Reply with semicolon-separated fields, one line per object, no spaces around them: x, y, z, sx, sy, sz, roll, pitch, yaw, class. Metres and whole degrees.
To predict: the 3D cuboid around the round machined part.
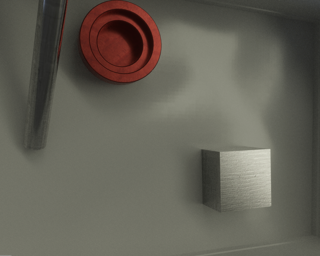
-0.051;-0.102;0.383;0.099;0.042;0.097;0;90;-21;round machined part

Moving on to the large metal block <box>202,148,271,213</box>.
0.107;0.070;0.439;0.081;0.050;0.079;-1;91;-20;large metal block

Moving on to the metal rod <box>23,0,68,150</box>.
-0.103;-0.108;0.294;0.025;0.025;0.298;8;118;-20;metal rod
